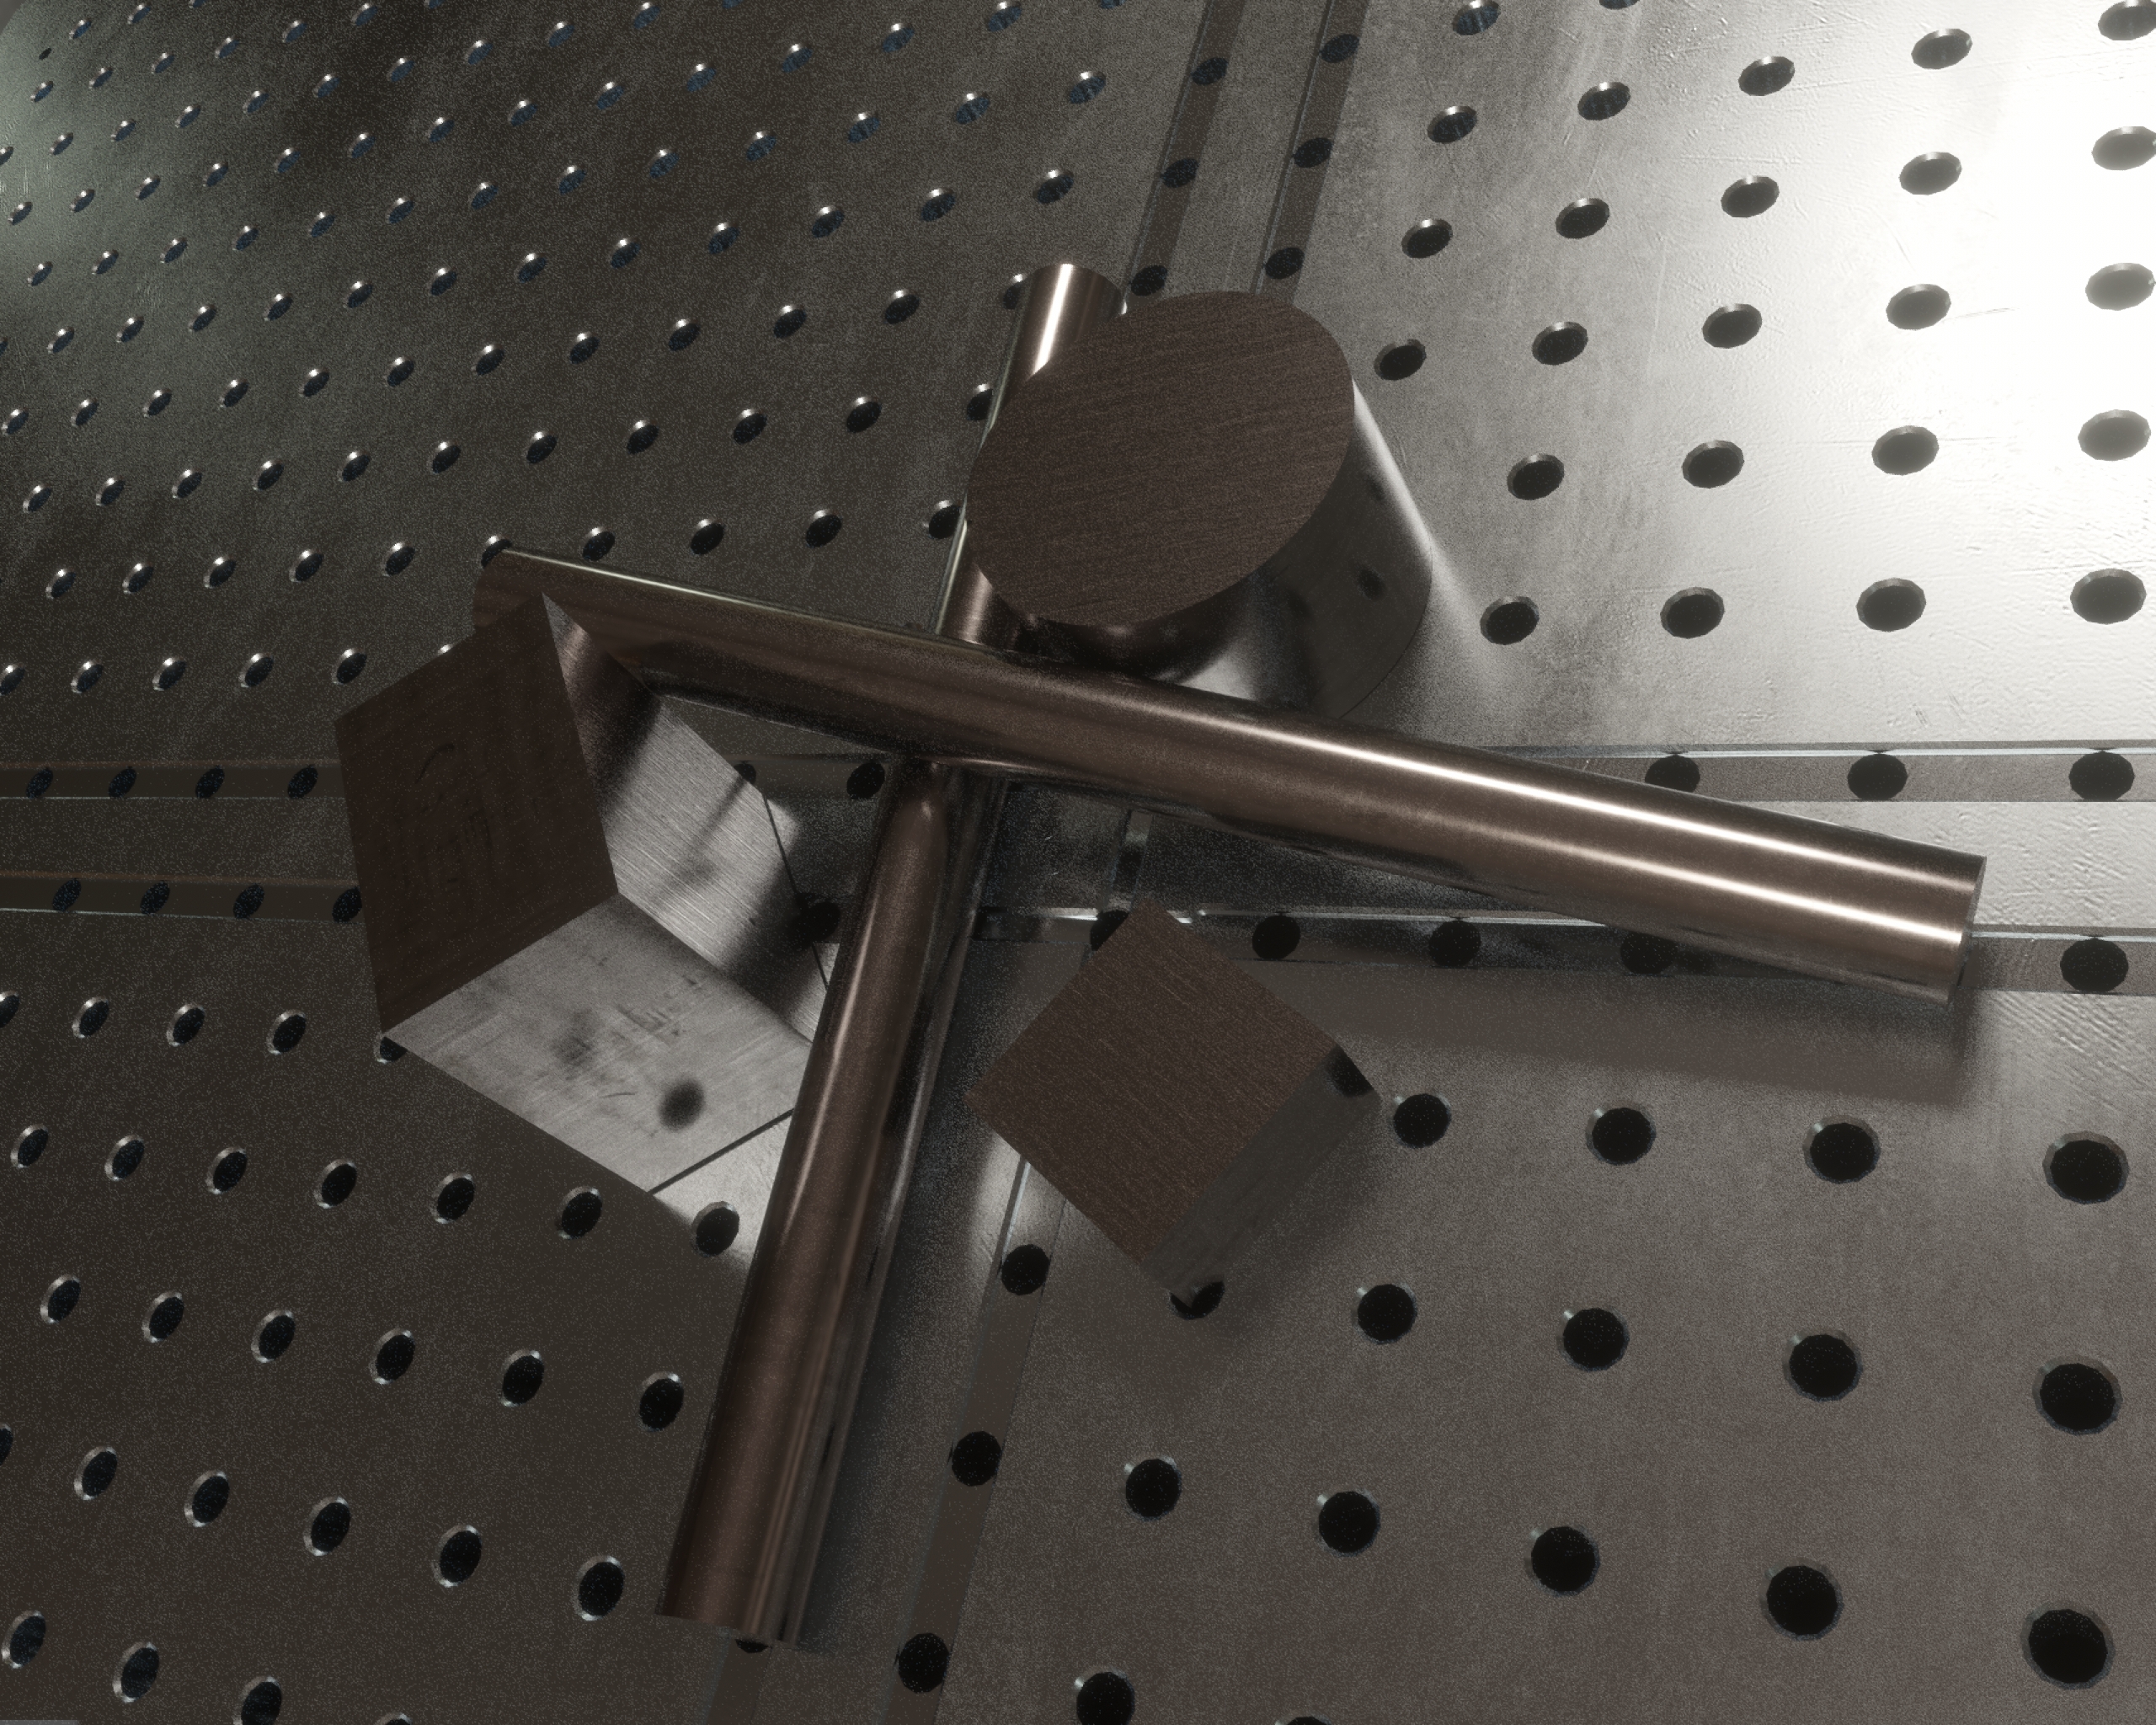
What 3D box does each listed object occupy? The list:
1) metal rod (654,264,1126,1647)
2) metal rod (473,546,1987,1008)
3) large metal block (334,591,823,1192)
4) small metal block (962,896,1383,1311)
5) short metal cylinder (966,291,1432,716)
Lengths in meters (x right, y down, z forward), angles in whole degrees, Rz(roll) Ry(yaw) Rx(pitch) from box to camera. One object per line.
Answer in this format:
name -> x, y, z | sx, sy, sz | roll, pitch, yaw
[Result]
metal rod -> -0.031, 0.000, 0.423 | 0.025, 0.025, 0.300 | -1, 61, 27
metal rod -> 0.008, -0.023, 0.392 | 0.301, 0.025, 0.025 | 14, 69, 25
large metal block -> -0.096, 0.007, 0.416 | 0.050, 0.080, 0.080 | -31, 52, 8
small metal block -> 0.017, 0.042, 0.373 | 0.050, 0.025, 0.050 | -48, 52, -6
short metal cylinder -> 0.025, -0.067, 0.419 | 0.080, 0.050, 0.080 | -13, 56, 20
